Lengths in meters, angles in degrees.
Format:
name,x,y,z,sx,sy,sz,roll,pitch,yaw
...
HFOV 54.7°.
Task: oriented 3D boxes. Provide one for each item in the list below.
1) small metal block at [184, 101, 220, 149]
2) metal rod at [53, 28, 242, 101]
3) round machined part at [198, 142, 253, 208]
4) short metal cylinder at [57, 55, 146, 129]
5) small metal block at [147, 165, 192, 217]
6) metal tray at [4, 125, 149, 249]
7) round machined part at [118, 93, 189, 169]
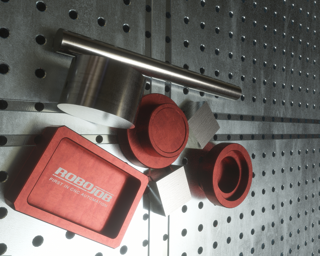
name,x,y,z,sx,sy,sz,roll,pitch,yaw
small metal block,0.056,-0.005,0.456,0.050,0.025,0.050,-46,118,-30
metal rod,0.010,-0.074,0.416,0.302,0.025,0.025,8,85,-40
round machined part,0.097,0.071,0.480,0.099,0.042,0.097,0,90,-40
short metal cylinder,-0.059,-0.035,0.323,0.080,0.080,0.050,22,76,-38
small metal block,0.012,0.083,0.419,0.050,0.025,0.050,-25,106,-37
metal tray,-0.082,0.066,0.337,0.130,0.030,0.090,38,67,-33
round machined part,-0.001,0.004,0.396,0.099,0.042,0.097,3,85,-40
